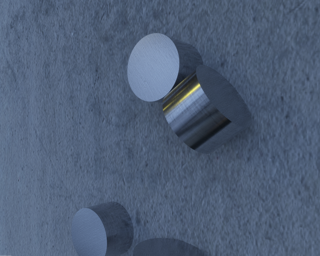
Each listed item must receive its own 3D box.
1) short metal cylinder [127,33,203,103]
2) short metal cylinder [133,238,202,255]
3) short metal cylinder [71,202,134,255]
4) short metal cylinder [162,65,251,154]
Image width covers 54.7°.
[{"bbox_3d":[0.006,-0.071,0.382,0.080,0.050,0.079,0,90,39],"label":"short metal cylinder"},{"bbox_3d":[0.007,0.170,0.362,0.080,0.081,0.050,9,96,39],"label":"short metal cylinder"},{"bbox_3d":[-0.085,0.153,0.457,0.080,0.050,0.079,0,90,39],"label":"short metal cylinder"},{"bbox_3d":[0.050,-0.020,0.327,0.050,0.081,0.080,-41,65,32],"label":"short metal cylinder"}]
